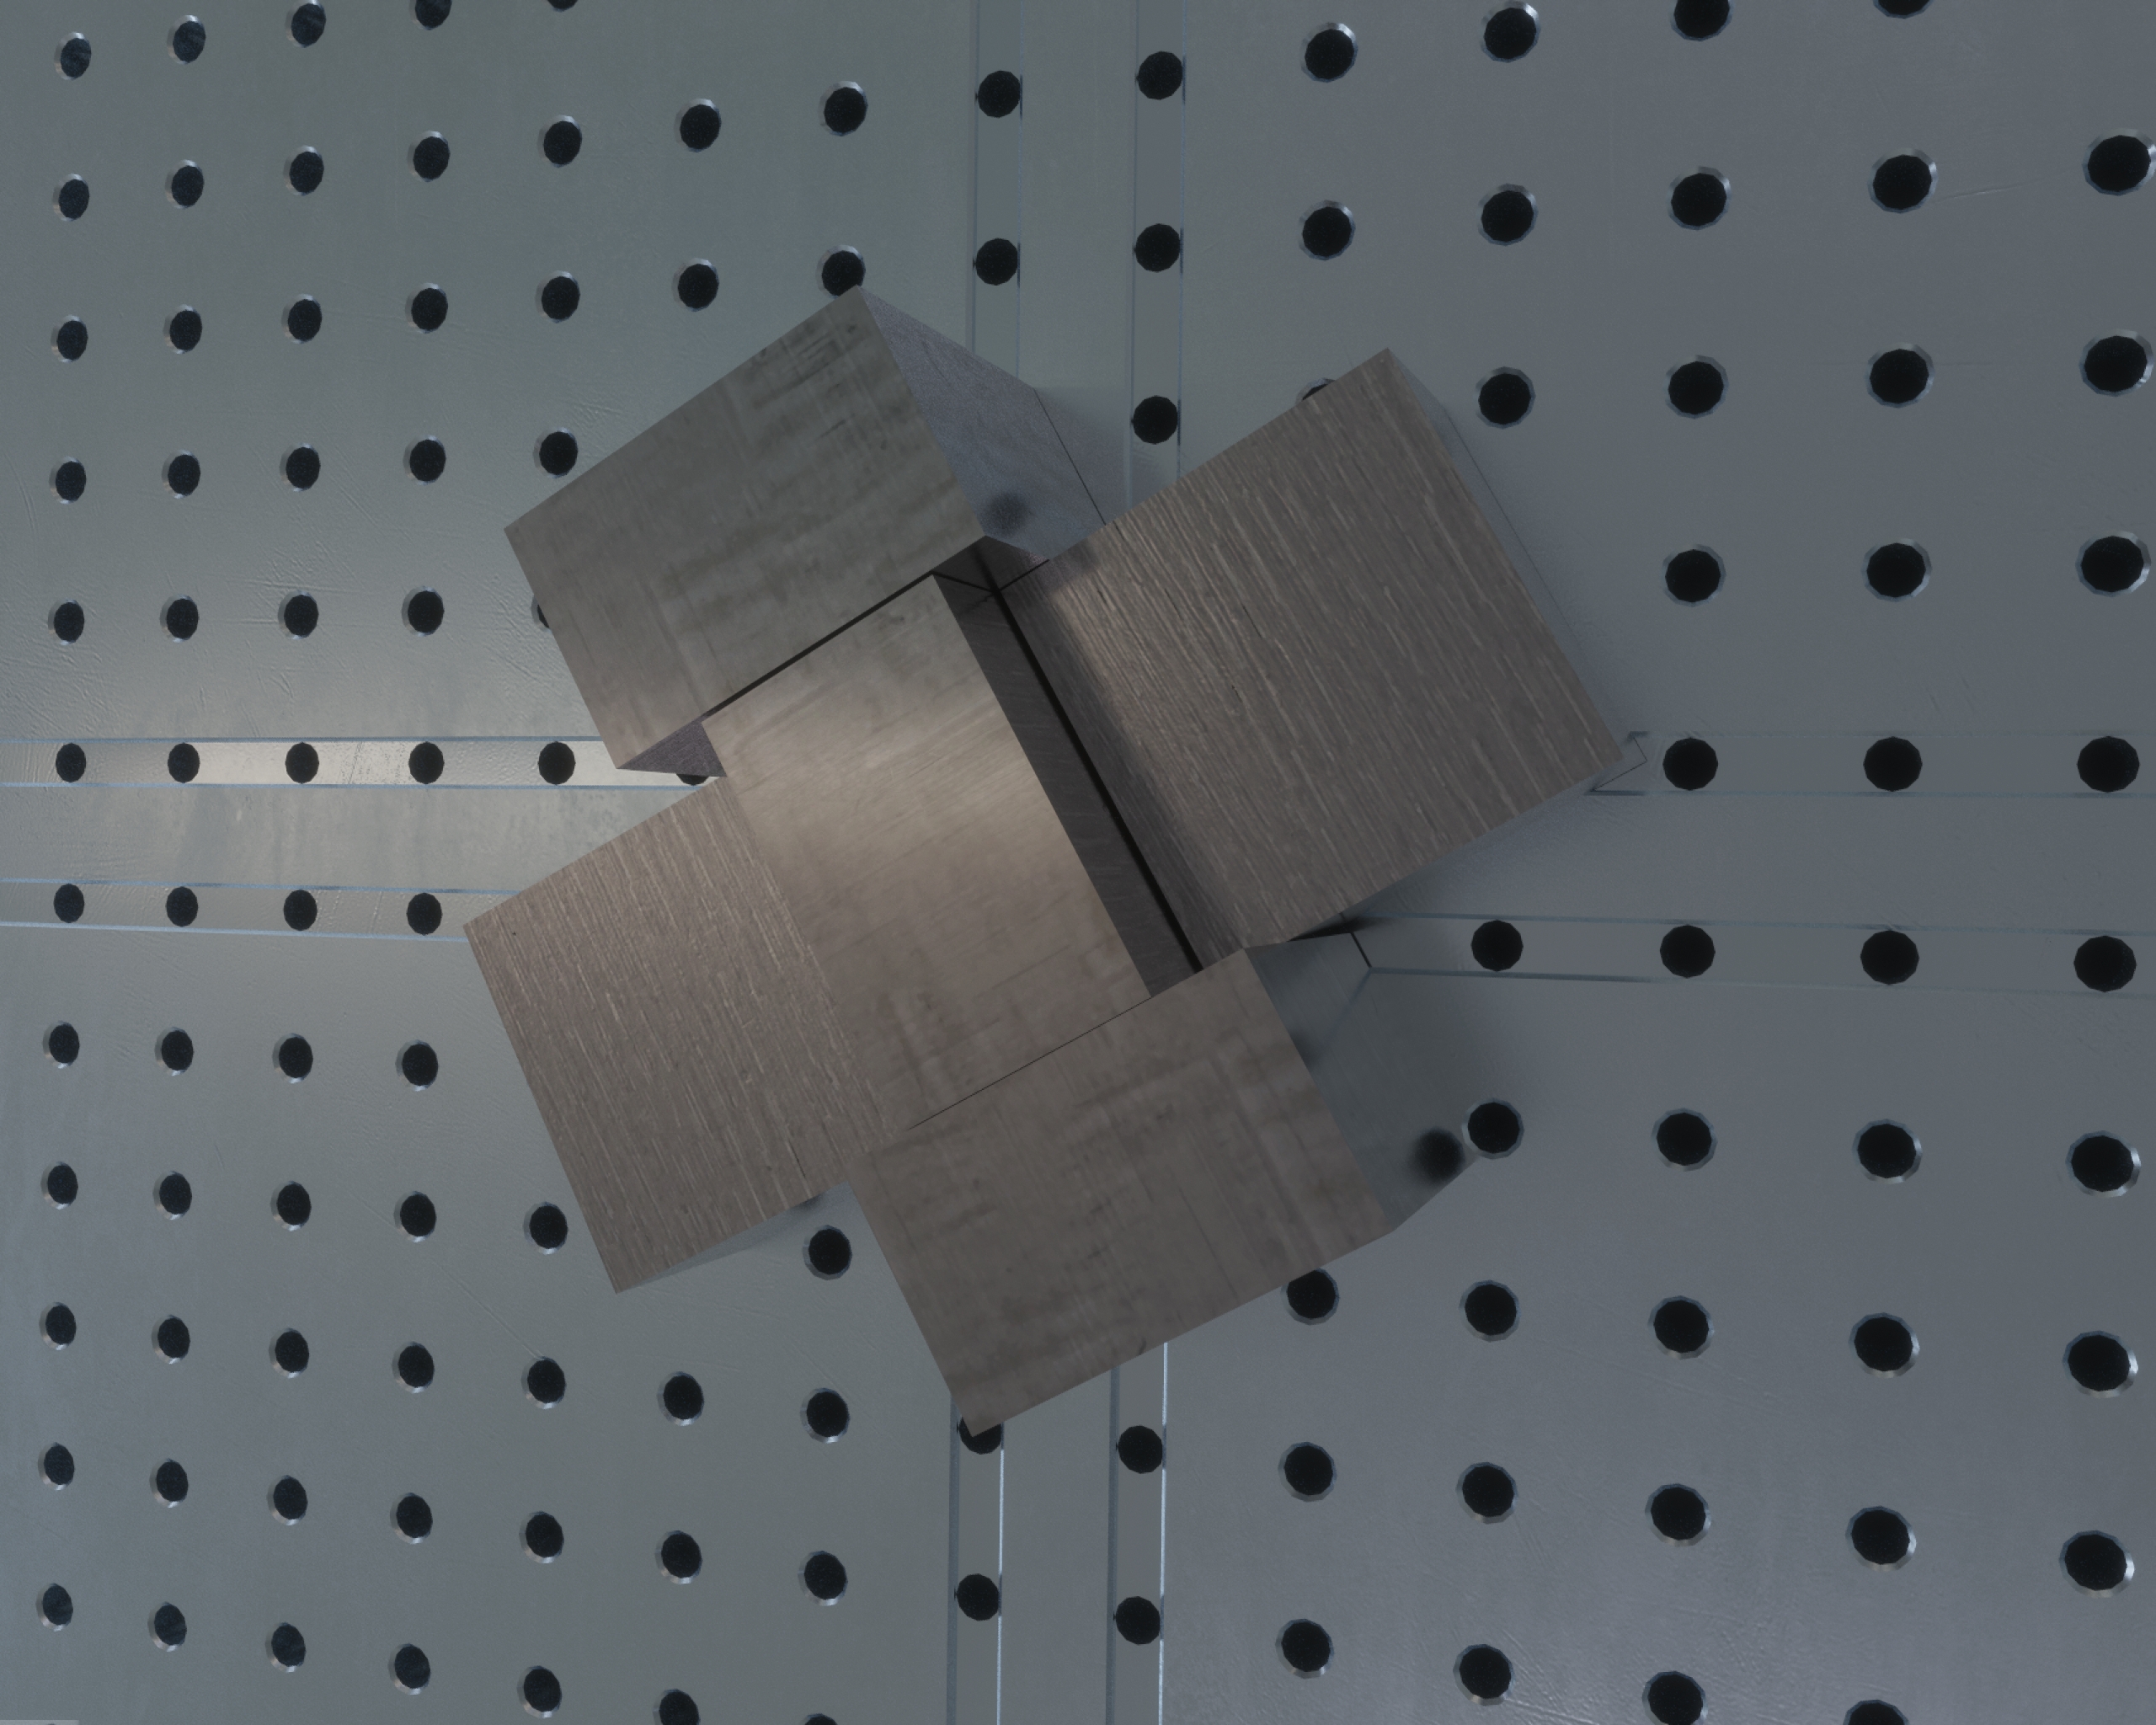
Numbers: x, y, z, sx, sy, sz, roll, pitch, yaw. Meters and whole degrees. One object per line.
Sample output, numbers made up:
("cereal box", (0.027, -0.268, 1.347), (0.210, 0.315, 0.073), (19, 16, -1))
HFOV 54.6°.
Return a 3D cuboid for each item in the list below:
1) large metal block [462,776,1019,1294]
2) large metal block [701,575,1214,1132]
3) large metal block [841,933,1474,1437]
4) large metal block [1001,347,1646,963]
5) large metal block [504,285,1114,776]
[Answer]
("large metal block", (-0.064, 0.031, 0.423), (0.080, 0.050, 0.080), (-28, 80, 18))
("large metal block", (-0.013, -0.002, 0.388), (0.050, 0.080, 0.080), (-30, 80, 18))
("large metal block", (0.018, 0.055, 0.377), (0.080, 0.080, 0.050), (-30, 80, 17))
("large metal block", (0.046, -0.034, 0.383), (0.080, 0.050, 0.080), (-30, 82, 17))
("large metal block", (-0.046, -0.057, 0.399), (0.080, 0.080, 0.050), (-30, 80, 18))
